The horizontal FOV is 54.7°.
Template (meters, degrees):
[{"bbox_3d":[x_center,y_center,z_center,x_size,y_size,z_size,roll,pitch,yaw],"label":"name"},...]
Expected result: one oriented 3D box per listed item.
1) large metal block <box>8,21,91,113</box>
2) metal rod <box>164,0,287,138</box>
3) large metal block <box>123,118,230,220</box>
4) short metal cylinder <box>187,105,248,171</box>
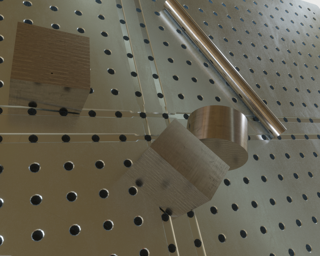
[{"bbox_3d":[-0.129,-0.069,0.365,0.081,0.050,0.080,6,59,-25],"label":"large metal block"},{"bbox_3d":[0.107,-0.108,0.531,0.025,0.025,0.300,-31,79,-38],"label":"metal rod"},{"bbox_3d":[0.016,0.049,0.352,0.080,0.080,0.050,42,51,0],"label":"large metal block"},{"bbox_3d":[0.073,0.015,0.403,0.080,0.080,0.050,22,54,-15],"label":"short metal cylinder"}]
